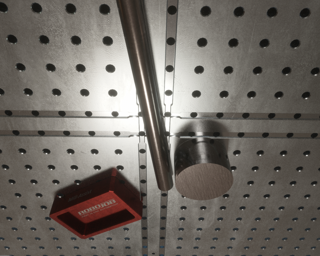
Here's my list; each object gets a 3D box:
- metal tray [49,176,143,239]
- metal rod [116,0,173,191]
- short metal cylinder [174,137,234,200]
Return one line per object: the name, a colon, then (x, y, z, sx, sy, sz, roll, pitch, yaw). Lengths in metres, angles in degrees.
metal tray: (-0.106, 0.138, 0.524, 0.130, 0.030, 0.090, -24, 127, 19)
metal rod: (-0.012, -0.023, 0.392, 0.025, 0.025, 0.298, -6, 130, 5)
short metal cylinder: (0.061, 0.060, 0.447, 0.081, 0.050, 0.079, 0, 130, 0)
